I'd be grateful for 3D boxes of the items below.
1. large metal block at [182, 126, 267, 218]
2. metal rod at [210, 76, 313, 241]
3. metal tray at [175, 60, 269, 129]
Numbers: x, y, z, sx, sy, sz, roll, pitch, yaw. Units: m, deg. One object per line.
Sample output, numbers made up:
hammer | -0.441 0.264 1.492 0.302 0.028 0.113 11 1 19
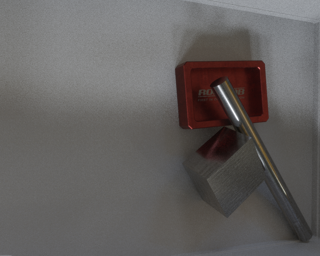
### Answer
large metal block | 0.089 0.058 0.418 0.080 0.050 0.080 -40 124 -16
metal rod | 0.154 0.057 0.448 0.025 0.025 0.299 -40 111 -16
metal tray | 0.090 -0.048 0.442 0.131 0.030 0.089 -5 92 -20
